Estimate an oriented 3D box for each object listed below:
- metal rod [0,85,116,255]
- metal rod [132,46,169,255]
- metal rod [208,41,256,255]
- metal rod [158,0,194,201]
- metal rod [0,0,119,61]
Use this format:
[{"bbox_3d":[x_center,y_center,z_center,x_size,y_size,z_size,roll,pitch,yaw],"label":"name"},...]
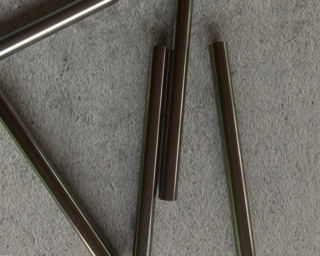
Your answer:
[{"bbox_3d":[-0.140,0.071,0.408,0.025,0.025,0.299,-34,90,0],"label":"metal rod"},{"bbox_3d":[-0.014,0.043,0.409,0.025,0.025,0.298,5,90,0],"label":"metal rod"},{"bbox_3d":[0.096,0.037,0.410,0.025,0.025,0.298,-8,90,0],"label":"metal rod"},{"bbox_3d":[0.022,-0.055,0.409,0.025,0.025,0.298,5,90,0],"label":"metal rod"},{"bbox_3d":[-0.194,-0.111,0.408,0.301,0.025,0.025,-27,90,0],"label":"metal rod"}]
